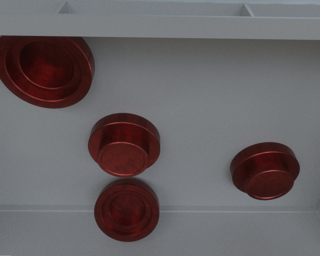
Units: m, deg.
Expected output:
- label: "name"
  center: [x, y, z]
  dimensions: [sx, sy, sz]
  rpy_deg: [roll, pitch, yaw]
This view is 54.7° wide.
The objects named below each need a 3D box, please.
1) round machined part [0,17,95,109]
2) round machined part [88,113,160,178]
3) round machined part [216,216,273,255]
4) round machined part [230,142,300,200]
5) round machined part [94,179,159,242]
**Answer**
- label: "round machined part"
  center: [-0.120, -0.072, 0.335]
  dimensions: [0.099, 0.042, 0.097]
  rpy_deg: [0, 130, 0]
- label: "round machined part"
  center: [-0.049, 0.030, 0.423]
  dimensions: [0.099, 0.042, 0.097]
  rpy_deg: [0, 130, 0]
- label: "round machined part"
  center: [0.153, 0.199, 0.572]
  dimensions: [0.099, 0.042, 0.097]
  rpy_deg: [0, 130, 0]
- label: "round machined part"
  center: [0.157, 0.070, 0.459]
  dimensions: [0.099, 0.042, 0.097]
  rpy_deg: [0, 130, 0]
- label: "round machined part"
  center: [-0.050, 0.124, 0.487]
  dimensions: [0.099, 0.042, 0.097]
  rpy_deg: [0, 104, 0]
